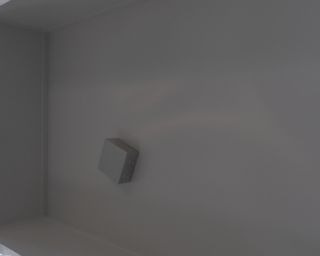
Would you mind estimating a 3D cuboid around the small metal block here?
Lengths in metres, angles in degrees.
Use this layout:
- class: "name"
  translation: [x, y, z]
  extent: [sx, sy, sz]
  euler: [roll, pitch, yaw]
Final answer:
- class: "small metal block"
  translation: [-0.062, 0.048, 0.460]
  extent: [0.050, 0.025, 0.050]
  euler: [27, 107, 36]
